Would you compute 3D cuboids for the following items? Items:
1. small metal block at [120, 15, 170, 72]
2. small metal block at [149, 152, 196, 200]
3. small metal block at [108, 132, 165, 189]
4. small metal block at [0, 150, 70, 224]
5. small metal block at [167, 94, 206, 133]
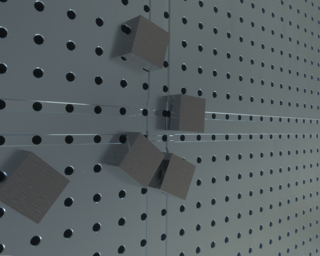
[{"bbox_3d":[-0.018,-0.106,0.395,0.050,0.025,0.050,21,77,-38],"label":"small metal block"},{"bbox_3d":[0.018,0.066,0.426,0.050,0.025,0.050,31,70,-36],"label":"small metal block"},{"bbox_3d":[-0.028,0.040,0.387,0.050,0.025,0.050,45,63,-31],"label":"small metal block"},{"bbox_3d":[-0.127,0.057,0.304,0.050,0.025,0.050,48,61,-30],"label":"small metal block"},{"bbox_3d":[0.038,-0.020,0.443,0.050,0.025,0.050,6,87,-40],"label":"small metal block"}]
